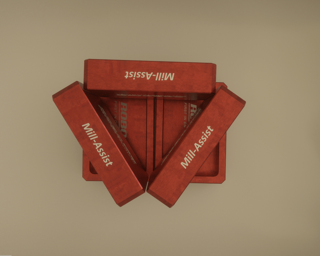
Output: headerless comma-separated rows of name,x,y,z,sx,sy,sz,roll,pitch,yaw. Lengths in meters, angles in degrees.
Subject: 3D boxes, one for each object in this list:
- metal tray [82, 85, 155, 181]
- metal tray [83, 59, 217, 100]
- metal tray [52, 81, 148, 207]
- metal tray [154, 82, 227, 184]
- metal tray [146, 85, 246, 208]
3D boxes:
metal tray,-0.053,0.003,0.408,0.091,0.030,0.129,0,89,0
metal tray,-0.010,-0.051,0.346,0.131,0.090,0.030,2,91,0
metal tray,-0.060,0.015,0.346,0.030,0.090,0.130,-31,90,1
metal tray,0.039,0.005,0.408,0.091,0.030,0.129,1,89,0
metal tray,0.036,0.018,0.346,0.030,0.090,0.130,35,90,0
